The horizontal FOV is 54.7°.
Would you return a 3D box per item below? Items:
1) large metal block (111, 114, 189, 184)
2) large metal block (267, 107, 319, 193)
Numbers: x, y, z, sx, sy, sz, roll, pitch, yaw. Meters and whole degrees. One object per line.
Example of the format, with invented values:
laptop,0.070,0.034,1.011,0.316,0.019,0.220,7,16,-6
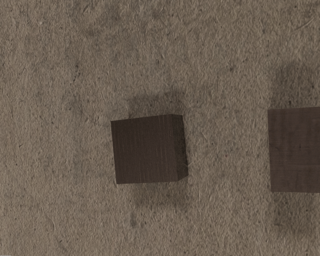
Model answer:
large metal block,-0.012,0.027,0.399,0.080,0.050,0.080,-6,88,19
large metal block,0.143,0.021,0.329,0.050,0.080,0.079,-3,89,20
